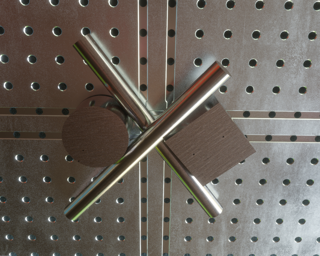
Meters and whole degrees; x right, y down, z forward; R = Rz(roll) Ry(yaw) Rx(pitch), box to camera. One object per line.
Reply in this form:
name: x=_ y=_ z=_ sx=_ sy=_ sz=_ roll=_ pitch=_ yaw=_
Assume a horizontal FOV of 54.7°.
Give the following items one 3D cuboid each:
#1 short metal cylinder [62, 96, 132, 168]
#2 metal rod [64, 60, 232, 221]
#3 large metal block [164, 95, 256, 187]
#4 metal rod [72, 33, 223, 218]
short metal cylinder: x=-0.078 y=0.004 z=0.397 sx=0.081 sy=0.050 sz=0.079 roll=0 pitch=110 yaw=0
metal rod: x=-0.030 y=0.030 z=0.398 sx=0.025 sy=0.025 sz=0.299 roll=41 pitch=113 yaw=-14
large metal block: x=0.062 y=0.014 z=0.401 sx=0.080 sy=0.050 sz=0.080 roll=-37 pitch=106 yaw=12
metal rod: x=-0.006 y=0.008 z=0.412 sx=0.025 sy=0.025 sz=0.300 roll=-34 pitch=107 yaw=11
